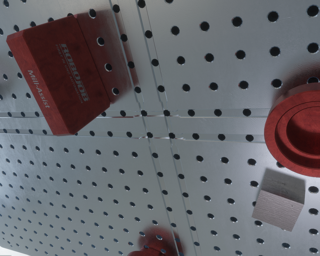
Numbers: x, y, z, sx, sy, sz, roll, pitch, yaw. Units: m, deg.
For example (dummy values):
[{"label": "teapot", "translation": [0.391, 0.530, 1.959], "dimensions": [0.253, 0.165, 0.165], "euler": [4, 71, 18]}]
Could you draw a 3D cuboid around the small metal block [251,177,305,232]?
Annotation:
[{"label": "small metal block", "translation": [0.149, 0.097, 0.393], "dimensions": [0.050, 0.025, 0.050], "euler": [17, 125, 18]}]

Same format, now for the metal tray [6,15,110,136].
[{"label": "metal tray", "translation": [-0.120, -0.066, 0.391], "dimensions": [0.030, 0.090, 0.129], "euler": [-5, 116, 31]}]

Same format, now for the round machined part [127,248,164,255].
[{"label": "round machined part", "translation": [-0.019, 0.262, 0.572], "dimensions": [0.098, 0.042, 0.097], "euler": [13, 124, 21]}]

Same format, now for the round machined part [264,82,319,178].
[{"label": "round machined part", "translation": [0.160, -0.001, 0.315], "dimensions": [0.098, 0.042, 0.097], "euler": [13, 124, 21]}]
